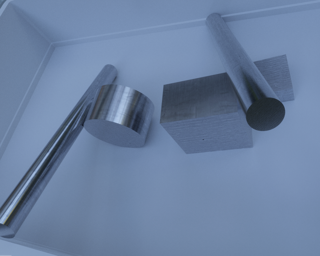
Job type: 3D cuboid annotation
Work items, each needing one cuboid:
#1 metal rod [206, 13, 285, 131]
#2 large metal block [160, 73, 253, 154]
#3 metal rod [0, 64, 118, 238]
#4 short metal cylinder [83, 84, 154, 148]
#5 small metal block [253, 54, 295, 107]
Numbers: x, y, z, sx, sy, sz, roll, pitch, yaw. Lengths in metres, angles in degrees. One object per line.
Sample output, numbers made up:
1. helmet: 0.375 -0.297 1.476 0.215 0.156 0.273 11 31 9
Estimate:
1. metal rod: 0.075 -0.084 0.332 0.025 0.025 0.300 -22 27 15
2. large metal block: 0.055 -0.013 0.349 0.080 0.080 0.050 -8 58 23
3. metal rod: -0.111 -0.001 0.391 0.025 0.025 0.301 -11 34 22
4. short metal cylinder: -0.052 -0.013 0.405 0.080 0.080 0.050 1 63 28
5. small metal block: 0.130 -0.056 0.371 0.050 0.025 0.050 -10 57 22
